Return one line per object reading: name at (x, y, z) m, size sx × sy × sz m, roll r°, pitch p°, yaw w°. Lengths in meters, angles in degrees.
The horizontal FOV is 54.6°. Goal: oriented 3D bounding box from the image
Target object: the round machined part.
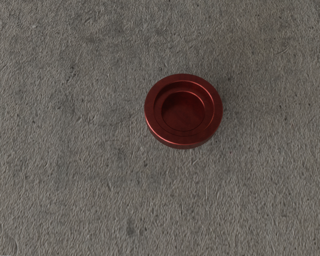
round machined part at (0.030, -0.019, 0.406) m, size 0.099 × 0.042 × 0.098 m, roll 0°, pitch 70°, yaw 0°
